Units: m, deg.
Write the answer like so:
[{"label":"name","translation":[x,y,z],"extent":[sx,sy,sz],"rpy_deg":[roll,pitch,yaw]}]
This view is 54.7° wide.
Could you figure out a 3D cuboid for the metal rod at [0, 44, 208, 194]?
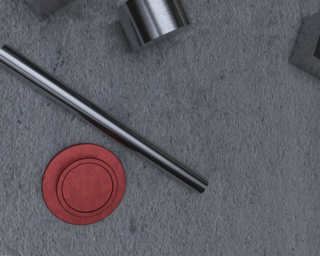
[{"label":"metal rod","translation":[-0.059,-0.001,0.387],"extent":[0.301,0.025,0.025],"rpy_deg":[35,79,-17]}]

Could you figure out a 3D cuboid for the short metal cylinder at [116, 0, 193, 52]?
[{"label":"short metal cylinder","translation":[-0.006,-0.133,0.378],"extent":[0.081,0.080,0.050],"rpy_deg":[-27,100,-18]}]

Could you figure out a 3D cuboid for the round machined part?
[{"label":"round machined part","translation":[-0.088,0.067,0.368],"extent":[0.099,0.042,0.097],"rpy_deg":[0,90,-21]}]

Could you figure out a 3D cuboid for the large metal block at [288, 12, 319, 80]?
[{"label":"large metal block","translation":[0.265,-0.129,0.496],"extent":[0.080,0.050,0.080],"rpy_deg":[22,83,-19]}]

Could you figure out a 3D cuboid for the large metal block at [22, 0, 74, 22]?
[{"label":"large metal block","translation":[-0.115,-0.171,0.337],"extent":[0.080,0.080,0.050],"rpy_deg":[-41,104,-15]}]
